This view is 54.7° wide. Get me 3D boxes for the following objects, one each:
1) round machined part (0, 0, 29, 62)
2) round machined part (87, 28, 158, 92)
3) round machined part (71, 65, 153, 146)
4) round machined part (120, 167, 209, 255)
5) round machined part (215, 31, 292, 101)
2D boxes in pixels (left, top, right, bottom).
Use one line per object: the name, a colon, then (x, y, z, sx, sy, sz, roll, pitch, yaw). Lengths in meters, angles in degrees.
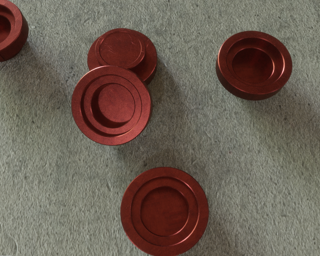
round machined part: (-0.239, -0.134, 0.446, 0.099, 0.042, 0.098, 0, 70, 0)
round machined part: (-0.053, -0.100, 0.435, 0.099, 0.042, 0.098, 0, 70, 0)
round machined part: (-0.058, -0.029, 0.395, 0.099, 0.042, 0.097, 1, 97, 5)
round machined part: (0.005, 0.098, 0.363, 0.099, 0.042, 0.098, 0, 70, 0)
round machined part: (0.126, -0.082, 0.430, 0.099, 0.042, 0.098, 0, 70, 0)
